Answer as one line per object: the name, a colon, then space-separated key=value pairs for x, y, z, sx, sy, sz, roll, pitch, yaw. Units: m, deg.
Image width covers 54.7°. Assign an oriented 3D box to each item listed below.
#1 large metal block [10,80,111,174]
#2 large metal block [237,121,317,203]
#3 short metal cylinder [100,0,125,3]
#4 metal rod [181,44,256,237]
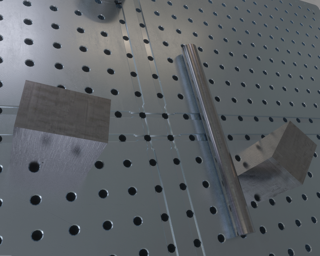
large metal block: x=-0.102 y=0.004 z=0.316 sx=0.081 sy=0.080 sz=0.050 roll=12 pitch=57 yaw=-22
large metal block: x=0.158 y=0.048 z=0.429 sx=0.050 sy=0.080 sz=0.080 roll=43 pitch=51 yaw=1
short metal cylinder: x=-0.082 y=-0.251 z=0.501 sx=0.081 sy=0.050 sz=0.080 roll=14 pitch=56 yaw=-21
metal rod: x=0.077 y=0.000 z=0.449 sx=0.025 sy=0.025 sz=0.299 roll=2 pitch=61 yaw=-28
